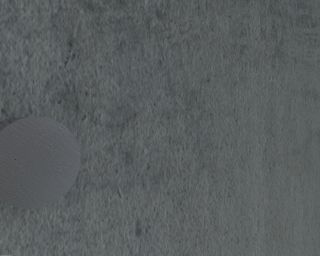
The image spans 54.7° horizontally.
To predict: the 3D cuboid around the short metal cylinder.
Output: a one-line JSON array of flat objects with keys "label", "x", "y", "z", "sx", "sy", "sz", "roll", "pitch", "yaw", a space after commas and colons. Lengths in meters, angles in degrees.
[{"label": "short metal cylinder", "x": -0.122, "y": 0.030, "z": 0.287, "sx": 0.081, "sy": 0.050, "sz": 0.079, "roll": 0, "pitch": 90, "yaw": -40}]
